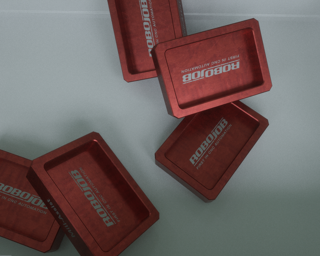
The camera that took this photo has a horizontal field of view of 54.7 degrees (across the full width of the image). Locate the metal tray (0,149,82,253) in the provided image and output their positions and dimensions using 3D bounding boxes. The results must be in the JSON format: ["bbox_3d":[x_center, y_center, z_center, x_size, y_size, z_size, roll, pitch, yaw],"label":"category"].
[{"bbox_3d":[-0.169,0.084,0.374,0.131,0.030,0.090,18,71,6],"label":"metal tray"}]

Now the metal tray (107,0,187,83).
[{"bbox_3d":[-0.014,-0.132,0.408,0.090,0.030,0.129,-8,100,19],"label":"metal tray"}]

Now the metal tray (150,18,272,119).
[{"bbox_3d":[0.064,-0.072,0.379,0.131,0.030,0.089,-17,100,-9],"label":"metal tray"}]

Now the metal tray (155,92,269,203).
[{"bbox_3d":[0.066,0.018,0.401,0.090,0.030,0.130,37,74,12],"label":"metal tray"}]

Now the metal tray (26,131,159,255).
[{"bbox_3d":[-0.073,0.076,0.347,0.091,0.030,0.130,-30,78,-44],"label":"metal tray"}]
